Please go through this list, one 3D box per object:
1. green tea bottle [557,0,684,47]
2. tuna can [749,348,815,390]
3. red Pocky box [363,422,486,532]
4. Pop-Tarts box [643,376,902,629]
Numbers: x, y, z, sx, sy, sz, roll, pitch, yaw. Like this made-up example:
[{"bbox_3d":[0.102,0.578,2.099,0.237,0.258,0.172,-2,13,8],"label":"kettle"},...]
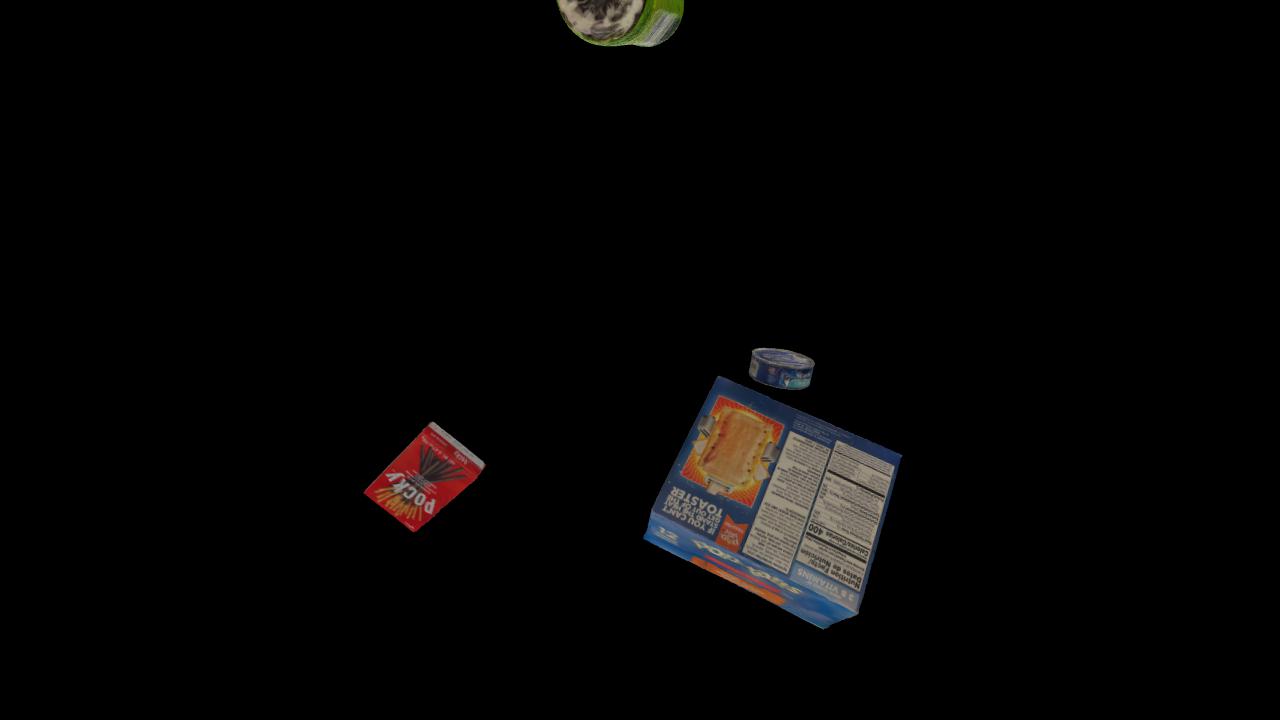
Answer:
[{"bbox_3d":[-0.004,-0.297,0.510,0.073,0.073,0.212,0,24,14],"label":"green tea bottle"},{"bbox_3d":[0.190,0.011,0.829,0.084,0.034,0.084,7,16,-2],"label":"tuna can"},{"bbox_3d":[-0.259,0.143,0.734,0.155,0.083,0.028,-40,15,31],"label":"red Pocky box"},{"bbox_3d":[0.109,0.117,0.520,0.167,0.141,0.083,23,-31,12],"label":"Pop-Tarts box"}]
